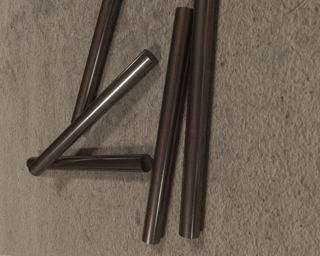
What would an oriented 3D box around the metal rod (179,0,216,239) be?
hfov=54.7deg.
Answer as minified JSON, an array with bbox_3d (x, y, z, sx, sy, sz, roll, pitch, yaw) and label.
[{"bbox_3d":[0.044,-0.020,0.366,0.025,0.025,0.298,6,94,39],"label":"metal rod"}]

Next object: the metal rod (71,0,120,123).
[{"bbox_3d":[-0.089,-0.142,0.475,0.025,0.025,0.298,30,108,36],"label":"metal rod"}]

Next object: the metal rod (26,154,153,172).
[{"bbox_3d":[-0.134,0.058,0.512,0.300,0.025,0.025,-5,87,39],"label":"metal rod"}]

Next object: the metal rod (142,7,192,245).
[{"bbox_3d":[0.010,0.003,0.394,0.025,0.025,0.298,14,99,39],"label":"metal rod"}]

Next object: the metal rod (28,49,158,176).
[{"bbox_3d":[-0.116,-0.011,0.479,0.299,0.025,0.025,-39,66,26],"label":"metal rod"}]
